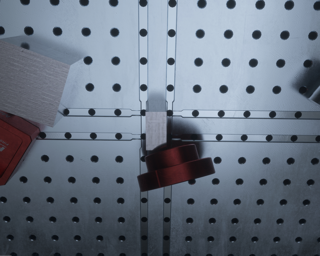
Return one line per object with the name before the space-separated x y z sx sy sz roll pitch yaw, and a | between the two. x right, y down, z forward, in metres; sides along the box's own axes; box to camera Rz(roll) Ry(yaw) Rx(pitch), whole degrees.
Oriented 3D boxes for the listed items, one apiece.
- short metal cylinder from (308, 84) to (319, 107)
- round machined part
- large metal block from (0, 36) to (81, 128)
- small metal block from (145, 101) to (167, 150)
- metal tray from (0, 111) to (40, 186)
short metal cylinder | 0.230 -0.032 0.374 0.080 0.080 0.050 32 107 -11
round machined part | 0.018 0.050 0.400 0.098 0.098 0.042 -15 81 5
large metal block | -0.152 -0.057 0.378 0.080 0.050 0.079 20 109 -7
small metal block | -0.005 -0.004 0.398 0.025 0.050 0.050 0 110 0
metal tray | -0.242 0.008 0.411 0.130 0.030 0.090 33 107 -12
